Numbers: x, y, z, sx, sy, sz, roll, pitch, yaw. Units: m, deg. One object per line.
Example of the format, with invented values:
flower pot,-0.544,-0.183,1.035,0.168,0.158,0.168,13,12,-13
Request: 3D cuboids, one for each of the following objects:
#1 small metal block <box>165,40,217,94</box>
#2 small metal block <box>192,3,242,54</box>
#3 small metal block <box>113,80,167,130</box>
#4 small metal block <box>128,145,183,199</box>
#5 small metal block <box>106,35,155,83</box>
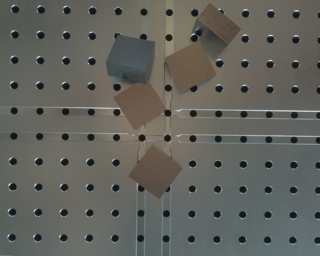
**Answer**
small metal block,0.040,-0.080,0.414,0.050,0.025,0.050,-27,90,-1
small metal block,0.072,-0.127,0.402,0.050,0.050,0.025,40,90,-1
small metal block,-0.026,-0.032,0.413,0.050,0.025,0.050,-32,90,-1
small metal block,-0.006,0.058,0.413,0.050,0.025,0.050,37,90,-1
small metal block,-0.037,-0.090,0.400,0.050,0.025,0.050,12,59,5
